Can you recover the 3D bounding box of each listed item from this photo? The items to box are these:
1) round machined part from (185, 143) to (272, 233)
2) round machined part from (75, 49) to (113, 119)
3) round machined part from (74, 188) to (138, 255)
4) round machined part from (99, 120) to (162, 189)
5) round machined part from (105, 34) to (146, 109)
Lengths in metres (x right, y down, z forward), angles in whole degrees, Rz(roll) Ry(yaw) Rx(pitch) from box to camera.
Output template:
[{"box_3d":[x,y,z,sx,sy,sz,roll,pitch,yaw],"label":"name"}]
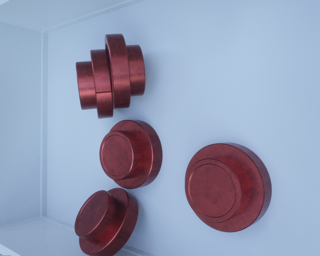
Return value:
[{"box_3d":[0.067,0.066,0.341,0.098,0.042,0.097,0,90,40],"label":"round machined part"},{"box_3d":[-0.094,-0.061,0.440,0.098,0.042,0.097,174,89,-78],"label":"round machined part"},{"box_3d":[-0.080,0.126,0.430,0.098,0.042,0.098,-33,32,25],"label":"round machined part"},{"box_3d":[-0.048,0.037,0.435,0.098,0.042,0.097,0,90,40],"label":"round machined part"},{"box_3d":[-0.047,-0.076,0.414,0.098,0.042,0.097,174,89,-78],"label":"round machined part"}]
